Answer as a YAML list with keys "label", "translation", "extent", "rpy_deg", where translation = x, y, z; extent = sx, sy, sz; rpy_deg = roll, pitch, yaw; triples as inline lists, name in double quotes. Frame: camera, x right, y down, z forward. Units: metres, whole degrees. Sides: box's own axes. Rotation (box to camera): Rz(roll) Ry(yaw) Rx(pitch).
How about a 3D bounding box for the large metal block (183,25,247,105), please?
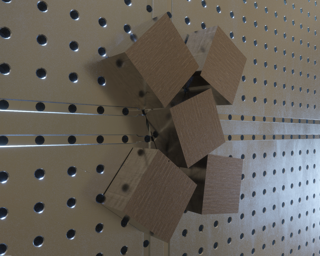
- label: "large metal block"
  translation: [0.075, -0.087, 0.453]
  extent: [0.080, 0.050, 0.080]
  rpy_deg: [33, 70, -38]

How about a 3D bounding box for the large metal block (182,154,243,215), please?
- label: "large metal block"
  translation: [0.073, 0.080, 0.453]
  extent: [0.081, 0.050, 0.080]
  rpy_deg: [12, 83, -40]

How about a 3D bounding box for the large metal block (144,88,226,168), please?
- label: "large metal block"
  translation: [0.036, -0.002, 0.421]
  extent: [0.081, 0.050, 0.080]
  rpy_deg: [-28, 108, -36]

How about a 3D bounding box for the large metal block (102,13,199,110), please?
- label: "large metal block"
  translation: [-0.009, -0.080, 0.384]
  extent: [0.080, 0.050, 0.080]
  rpy_deg: [-51, 120, -27]

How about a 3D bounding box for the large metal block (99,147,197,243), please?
- label: "large metal block"
  translation: [-0.012, 0.080, 0.380]
  extent: [0.080, 0.050, 0.080]
  rpy_deg: [45, 63, -30]
